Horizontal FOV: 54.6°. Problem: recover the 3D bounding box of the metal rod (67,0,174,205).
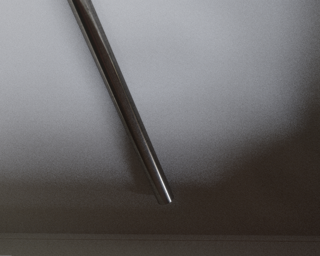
[{"bbox_3d":[-0.044,-0.027,0.400,0.025,0.025,0.299,-20,109,7],"label":"metal rod"}]
